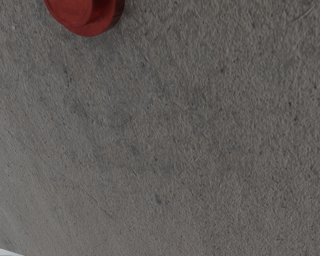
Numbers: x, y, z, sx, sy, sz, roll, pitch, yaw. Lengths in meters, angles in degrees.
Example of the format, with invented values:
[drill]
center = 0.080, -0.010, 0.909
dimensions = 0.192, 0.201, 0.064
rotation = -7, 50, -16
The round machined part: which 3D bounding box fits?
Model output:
[round machined part]
center = -0.093, -0.152, 0.351
dimensions = 0.098, 0.042, 0.097
rotation = 13, 124, 21
